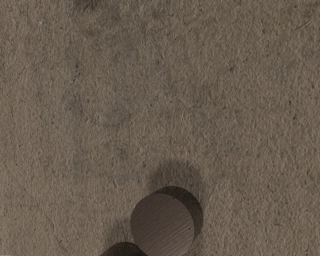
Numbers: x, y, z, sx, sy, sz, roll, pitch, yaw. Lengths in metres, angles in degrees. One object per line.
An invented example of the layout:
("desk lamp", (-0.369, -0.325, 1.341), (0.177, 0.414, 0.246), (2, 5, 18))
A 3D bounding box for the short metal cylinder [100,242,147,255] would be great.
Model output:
("short metal cylinder", (-0.054, 0.201, 0.414), (0.080, 0.050, 0.079), (0, 90, 19))

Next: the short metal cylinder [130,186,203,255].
("short metal cylinder", (0.010, 0.118, 0.391), (0.080, 0.050, 0.079), (0, 90, 19))
